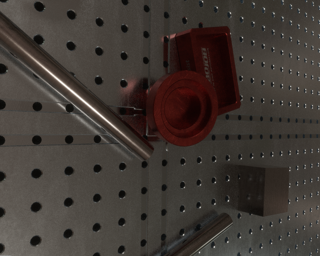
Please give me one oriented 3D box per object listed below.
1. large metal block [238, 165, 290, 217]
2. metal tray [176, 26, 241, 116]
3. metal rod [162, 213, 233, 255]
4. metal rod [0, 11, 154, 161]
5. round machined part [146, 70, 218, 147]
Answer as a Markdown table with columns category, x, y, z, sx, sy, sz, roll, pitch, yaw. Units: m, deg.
| category | x | y | z | sx | sy | sz | roll | pitch | yaw |
| --- | --- | --- | --- | --- | --- | --- | --- | --- | --- |
| large metal block | 0.186 | 0.108 | 0.552 | 0.081 | 0.050 | 0.080 | 6 | 86 | -40 |
| metal tray | 0.077 | -0.084 | 0.472 | 0.091 | 0.030 | 0.129 | -19 | 102 | -39 |
| metal rod | -0.003 | 0.190 | 0.408 | 0.302 | 0.025 | 0.025 | -20 | 103 | -38 |
| metal rod | -0.110 | -0.056 | 0.317 | 0.300 | 0.025 | 0.025 | 43 | 64 | -32 |
| round machined part | 0.025 | -0.026 | 0.412 | 0.099 | 0.042 | 0.097 | -4 | 98 | -28 |
